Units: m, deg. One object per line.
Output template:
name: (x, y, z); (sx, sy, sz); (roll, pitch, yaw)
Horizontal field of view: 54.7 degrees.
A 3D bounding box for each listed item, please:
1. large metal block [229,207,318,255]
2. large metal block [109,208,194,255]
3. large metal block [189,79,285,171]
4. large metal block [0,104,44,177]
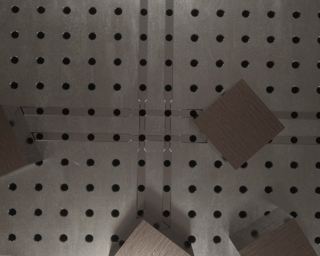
large metal block: (0.151, 0.164, 0.403); (0.080, 0.050, 0.080); (-32, 90, 0)
large metal block: (-0.013, 0.166, 0.401); (0.080, 0.050, 0.080); (38, 90, -1)
large metal block: (0.096, -0.004, 0.402); (0.080, 0.050, 0.080); (-41, 91, 0)
large metal block: (-0.212, 0.023, 0.398); (0.080, 0.050, 0.080); (-23, 90, -1)
